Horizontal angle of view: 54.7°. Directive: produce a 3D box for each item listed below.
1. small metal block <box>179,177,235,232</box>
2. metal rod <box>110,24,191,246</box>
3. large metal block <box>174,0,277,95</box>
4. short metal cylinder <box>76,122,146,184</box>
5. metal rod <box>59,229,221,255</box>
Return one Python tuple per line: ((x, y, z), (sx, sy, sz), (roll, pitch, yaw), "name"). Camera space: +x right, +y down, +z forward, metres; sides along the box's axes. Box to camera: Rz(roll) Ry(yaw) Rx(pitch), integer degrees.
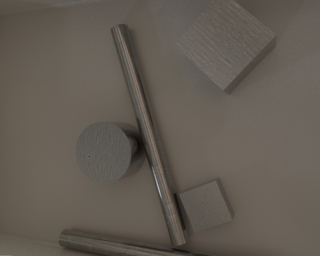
((0.059, 0.096, 0.389), (0.050, 0.025, 0.050), (-24, 82, 18), "small metal block")
((-0.015, 0.005, 0.414), (0.025, 0.025, 0.298), (-18, 84, 19), "metal rod")
((0.078, -0.098, 0.369), (0.080, 0.050, 0.080), (46, 104, 14), "large metal block")
((-0.065, 0.031, 0.419), (0.080, 0.050, 0.079), (0, 90, 19), "short metal cylinder")
((-0.002, 0.165, 0.401), (0.301, 0.025, 0.025), (1, 91, 22), "metal rod")
